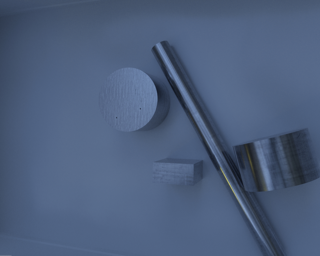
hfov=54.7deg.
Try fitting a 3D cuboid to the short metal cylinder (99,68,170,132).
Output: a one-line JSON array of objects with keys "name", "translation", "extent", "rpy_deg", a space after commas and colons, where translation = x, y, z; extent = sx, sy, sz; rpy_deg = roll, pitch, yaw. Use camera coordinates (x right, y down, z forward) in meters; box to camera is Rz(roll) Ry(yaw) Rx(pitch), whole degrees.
[{"name": "short metal cylinder", "translation": [-0.032, -0.035, 0.408], "extent": [0.080, 0.050, 0.079], "rpy_deg": [0, 90, 19]}]

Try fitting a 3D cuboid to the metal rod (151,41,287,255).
[{"name": "metal rod", "translation": [0.068, 0.023, 0.385], "extent": [0.025, 0.025, 0.299], "rpy_deg": [-31, 80, 17]}]

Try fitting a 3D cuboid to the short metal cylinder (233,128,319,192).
[{"name": "short metal cylinder", "translation": [0.126, 0.034, 0.337], "extent": [0.080, 0.080, 0.050], "rpy_deg": [-16, 85, 19]}]

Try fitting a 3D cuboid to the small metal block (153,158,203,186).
[{"name": "small metal block", "translation": [0.023, 0.054, 0.388], "extent": [0.050, 0.050, 0.025], "rpy_deg": [1, 91, 19]}]
